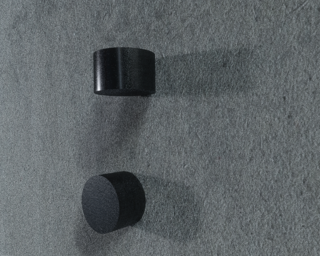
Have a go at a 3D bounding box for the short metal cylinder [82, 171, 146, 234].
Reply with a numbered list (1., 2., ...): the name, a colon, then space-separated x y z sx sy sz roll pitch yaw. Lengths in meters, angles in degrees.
1. short metal cylinder: -0.067 0.105 0.444 0.080 0.050 0.080 0 90 40

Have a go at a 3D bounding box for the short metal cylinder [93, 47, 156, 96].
1. short metal cylinder: -0.046 -0.071 0.408 0.080 0.081 0.050 -1 89 40
